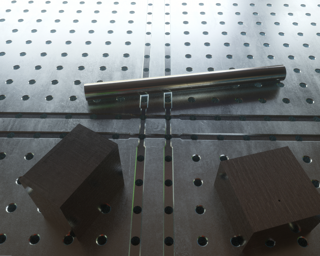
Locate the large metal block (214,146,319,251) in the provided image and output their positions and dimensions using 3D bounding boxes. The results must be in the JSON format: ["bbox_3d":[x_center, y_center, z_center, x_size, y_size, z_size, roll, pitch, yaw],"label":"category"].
[{"bbox_3d":[0.114,0.073,0.331,0.081,0.050,0.080,-11,51,-10],"label":"large metal block"}]

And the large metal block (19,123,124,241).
[{"bbox_3d":[-0.085,0.057,0.323,0.050,0.080,0.080,26,55,20],"label":"large metal block"}]

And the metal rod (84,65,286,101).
[{"bbox_3d":[0.041,-0.069,0.465,0.302,0.025,0.025,-7,51,-6],"label":"metal rod"}]
